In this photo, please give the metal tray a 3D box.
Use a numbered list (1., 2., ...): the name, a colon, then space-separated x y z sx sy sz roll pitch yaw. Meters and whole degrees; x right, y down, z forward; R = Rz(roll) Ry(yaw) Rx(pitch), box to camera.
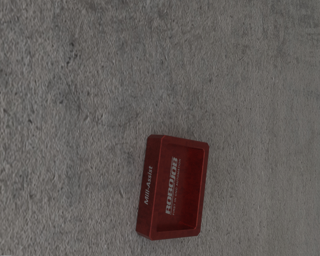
1. metal tray: 0.020 0.078 0.417 0.091 0.030 0.129 12 83 -39
